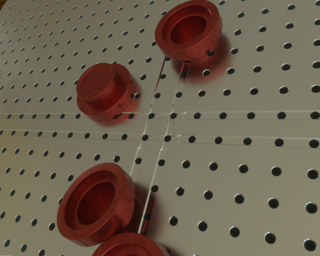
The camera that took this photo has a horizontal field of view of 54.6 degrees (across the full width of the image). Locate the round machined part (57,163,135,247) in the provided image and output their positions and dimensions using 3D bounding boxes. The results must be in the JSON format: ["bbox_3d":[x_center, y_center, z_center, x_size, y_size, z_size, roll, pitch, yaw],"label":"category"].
[{"bbox_3d":[-0.070,0.093,0.368,0.098,0.042,0.098,-23,39,21],"label":"round machined part"}]

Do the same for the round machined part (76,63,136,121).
[{"bbox_3d":[-0.090,-0.063,0.485,0.098,0.042,0.098,-13,56,21],"label":"round machined part"}]

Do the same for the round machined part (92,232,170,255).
[{"bbox_3d":[-0.027,0.160,0.314,0.098,0.042,0.098,-13,56,21],"label":"round machined part"}]

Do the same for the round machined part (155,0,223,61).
[{"bbox_3d":[0.045,-0.139,0.460,0.098,0.042,0.098,-13,56,21],"label":"round machined part"}]
